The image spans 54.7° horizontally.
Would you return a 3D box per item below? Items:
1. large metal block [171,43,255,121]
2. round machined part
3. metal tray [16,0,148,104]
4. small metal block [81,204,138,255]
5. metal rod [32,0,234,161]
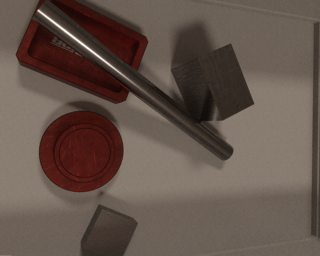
[{"bbox_3d":[0.066,-0.055,0.407,0.050,0.080,0.080,-27,99,-18],"label":"large metal block"},{"bbox_3d":[-0.091,0.028,0.368,0.099,0.042,0.097,0,90,-21],"label":"round machined part"},{"bbox_3d":[-0.090,-0.094,0.374,0.131,0.030,0.090,22,83,-19],"label":"metal tray"},{"bbox_3d":[-0.063,0.131,0.388,0.050,0.025,0.050,28,81,-18],"label":"small metal block"},{"bbox_3d":[-0.012,-0.041,0.378,0.301,0.025,0.025,36,78,-28],"label":"metal rod"}]
